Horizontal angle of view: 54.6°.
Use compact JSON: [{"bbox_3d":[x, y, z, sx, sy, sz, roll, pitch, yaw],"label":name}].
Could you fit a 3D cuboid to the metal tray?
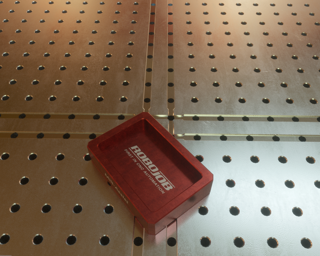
[{"bbox_3d":[-0.014,0.046,0.365,0.091,0.030,0.130,-31,57,-24],"label":"metal tray"}]
